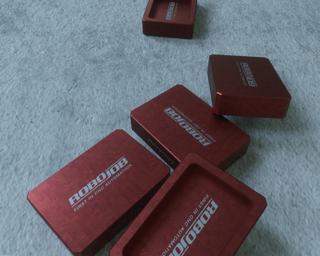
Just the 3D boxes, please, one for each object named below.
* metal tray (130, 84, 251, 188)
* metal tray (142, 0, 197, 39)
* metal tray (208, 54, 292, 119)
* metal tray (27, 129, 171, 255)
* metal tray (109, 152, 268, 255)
[{"bbox_3d":[0.035,0.006,0.396,0.091,0.030,0.130,-33,58,-25],"label":"metal tray"},{"bbox_3d":[0.022,-0.221,0.585,0.091,0.030,0.130,7,50,5],"label":"metal tray"},{"bbox_3d":[0.117,-0.062,0.431,0.091,0.030,0.130,4,35,1],"label":"metal tray"},{"bbox_3d":[-0.063,0.067,0.343,0.090,0.030,0.131,37,59,26],"label":"metal tray"},{"bbox_3d":[0.028,0.098,0.296,0.090,0.030,0.130,33,72,24],"label":"metal tray"}]
